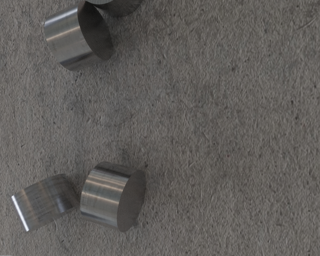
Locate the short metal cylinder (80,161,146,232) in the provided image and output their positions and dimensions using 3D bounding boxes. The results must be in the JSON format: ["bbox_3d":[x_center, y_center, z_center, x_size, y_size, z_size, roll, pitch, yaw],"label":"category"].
[{"bbox_3d":[-0.058,0.087,0.400,0.050,0.080,0.080,11,94,20],"label":"short metal cylinder"}]

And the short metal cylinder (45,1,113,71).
[{"bbox_3d":[-0.107,-0.122,0.417,0.050,0.080,0.080,-15,85,20],"label":"short metal cylinder"}]

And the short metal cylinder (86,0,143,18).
[{"bbox_3d":[-0.065,-0.198,0.418,0.080,0.050,0.080,0,90,19],"label":"short metal cylinder"}]

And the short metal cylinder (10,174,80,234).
[{"bbox_3d":[-0.160,0.106,0.436,0.080,0.080,0.050,-32,80,17],"label":"short metal cylinder"}]
